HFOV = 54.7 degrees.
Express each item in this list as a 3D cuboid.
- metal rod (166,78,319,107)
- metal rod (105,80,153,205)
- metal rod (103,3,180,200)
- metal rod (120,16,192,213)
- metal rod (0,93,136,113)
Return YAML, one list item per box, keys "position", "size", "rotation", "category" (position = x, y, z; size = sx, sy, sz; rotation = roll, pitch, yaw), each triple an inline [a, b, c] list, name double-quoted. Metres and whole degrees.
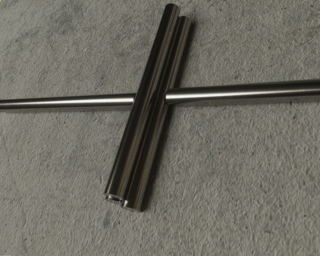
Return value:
- position: [0.147, -0.042, 0.353]
  size: [0.300, 0.025, 0.025]
  rotation: [0, 62, 27]
  category: "metal rod"
- position: [-0.019, -0.041, 0.440]
  size: [0.025, 0.025, 0.300]
  rotation: [1, 62, 28]
  category: "metal rod"
- position: [-0.017, -0.052, 0.419]
  size: [0.025, 0.025, 0.300]
  rotation: [1, 62, 28]
  category: "metal rod"
- position: [0.001, -0.036, 0.426]
  size: [0.025, 0.025, 0.300]
  rotation: [1, 62, 28]
  category: "metal rod"
- position: [-0.164, -0.040, 0.513]
  size: [0.300, 0.025, 0.025]
  rotation: [1, 62, 28]
  category: "metal rod"
